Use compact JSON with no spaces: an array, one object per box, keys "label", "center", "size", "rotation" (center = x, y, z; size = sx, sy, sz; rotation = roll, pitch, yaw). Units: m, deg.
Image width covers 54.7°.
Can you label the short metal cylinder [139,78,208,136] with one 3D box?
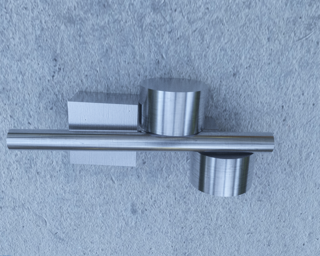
[{"label":"short metal cylinder","center":[0.015,-0.028,0.372],"size":[0.081,0.080,0.050],"rotation":[2,110,-1]}]

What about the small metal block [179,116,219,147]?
[{"label":"small metal block","center":[0.045,0.004,0.399],"size":[0.050,0.050,0.025],"rotation":[1,110,-1]}]

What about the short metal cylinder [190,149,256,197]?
[{"label":"short metal cylinder","center":[0.079,0.045,0.399],"size":[0.081,0.080,0.050],"rotation":[0,110,-1]}]

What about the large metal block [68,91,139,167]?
[{"label":"large metal block","center":[-0.068,0.000,0.393],"size":[0.081,0.050,0.079],"rotation":[3,110,-2]}]

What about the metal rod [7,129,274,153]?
[{"label":"metal rod","center":[-0.020,0.015,0.362],"size":[0.302,0.025,0.025],"rotation":[1,110,-2]}]
